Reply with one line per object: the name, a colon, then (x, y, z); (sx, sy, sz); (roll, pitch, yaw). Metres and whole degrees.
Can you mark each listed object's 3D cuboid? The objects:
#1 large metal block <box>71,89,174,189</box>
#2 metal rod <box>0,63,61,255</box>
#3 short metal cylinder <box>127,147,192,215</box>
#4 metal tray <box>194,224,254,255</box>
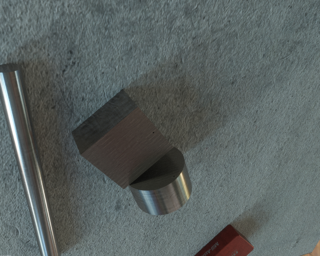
large metal block: (-0.044, 0.014, 0.375); (0.080, 0.050, 0.080); (-41, 130, -1)
metal rod: (-0.149, 0.071, 0.369); (0.025, 0.025, 0.298); (-12, 124, -22)
short metal cylinder: (-0.002, 0.067, 0.412); (0.080, 0.080, 0.050); (-27, 128, -12)
metal tray: (0.121, 0.266, 0.635); (0.130, 0.030, 0.090); (-43, 130, 2)
